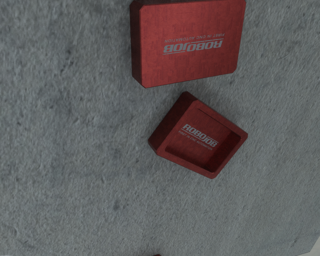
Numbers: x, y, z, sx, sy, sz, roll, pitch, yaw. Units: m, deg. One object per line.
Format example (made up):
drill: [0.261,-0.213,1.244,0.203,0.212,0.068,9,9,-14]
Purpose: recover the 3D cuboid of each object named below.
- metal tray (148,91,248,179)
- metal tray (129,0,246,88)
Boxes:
metal tray: [0.058,0.015,0.446,0.131,0.030,0.090,28,103,-38]
metal tray: [0.033,-0.102,0.360,0.131,0.030,0.089,-13,124,-22]
